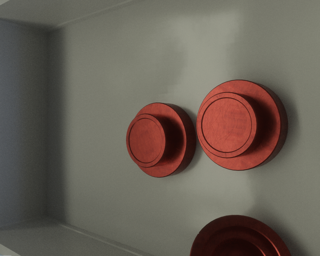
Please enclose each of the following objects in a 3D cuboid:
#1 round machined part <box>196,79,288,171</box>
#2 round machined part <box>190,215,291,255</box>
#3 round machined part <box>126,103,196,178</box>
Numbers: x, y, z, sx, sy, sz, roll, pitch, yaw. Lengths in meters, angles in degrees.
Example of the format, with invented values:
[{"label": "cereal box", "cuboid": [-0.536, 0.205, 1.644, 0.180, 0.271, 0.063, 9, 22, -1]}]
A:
[{"label": "round machined part", "cuboid": [0.080, -0.003, 0.330, 0.098, 0.042, 0.097, 0, 90, 40]}, {"label": "round machined part", "cuboid": [0.078, 0.141, 0.308, 0.098, 0.099, 0.042, 48, 159, 29]}, {"label": "round machined part", "cuboid": [-0.006, 0.016, 0.401, 0.098, 0.042, 0.097, 0, 90, 40]}]
